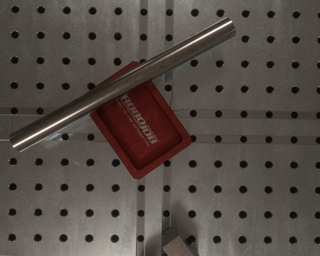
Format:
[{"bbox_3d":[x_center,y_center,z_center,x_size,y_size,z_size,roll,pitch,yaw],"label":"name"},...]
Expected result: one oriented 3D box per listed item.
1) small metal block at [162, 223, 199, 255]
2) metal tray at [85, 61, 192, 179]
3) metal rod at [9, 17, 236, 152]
[{"bbox_3d":[0.028,0.158,0.401,0.025,0.050,0.050,-37,90,0],"label":"small metal block"},{"bbox_3d":[-0.031,-0.010,0.410,0.090,0.030,0.130,-35,90,-1],"label":"metal tray"},{"bbox_3d":[-0.045,-0.053,0.382,0.301,0.025,0.025,-29,90,-1],"label":"metal rod"}]
